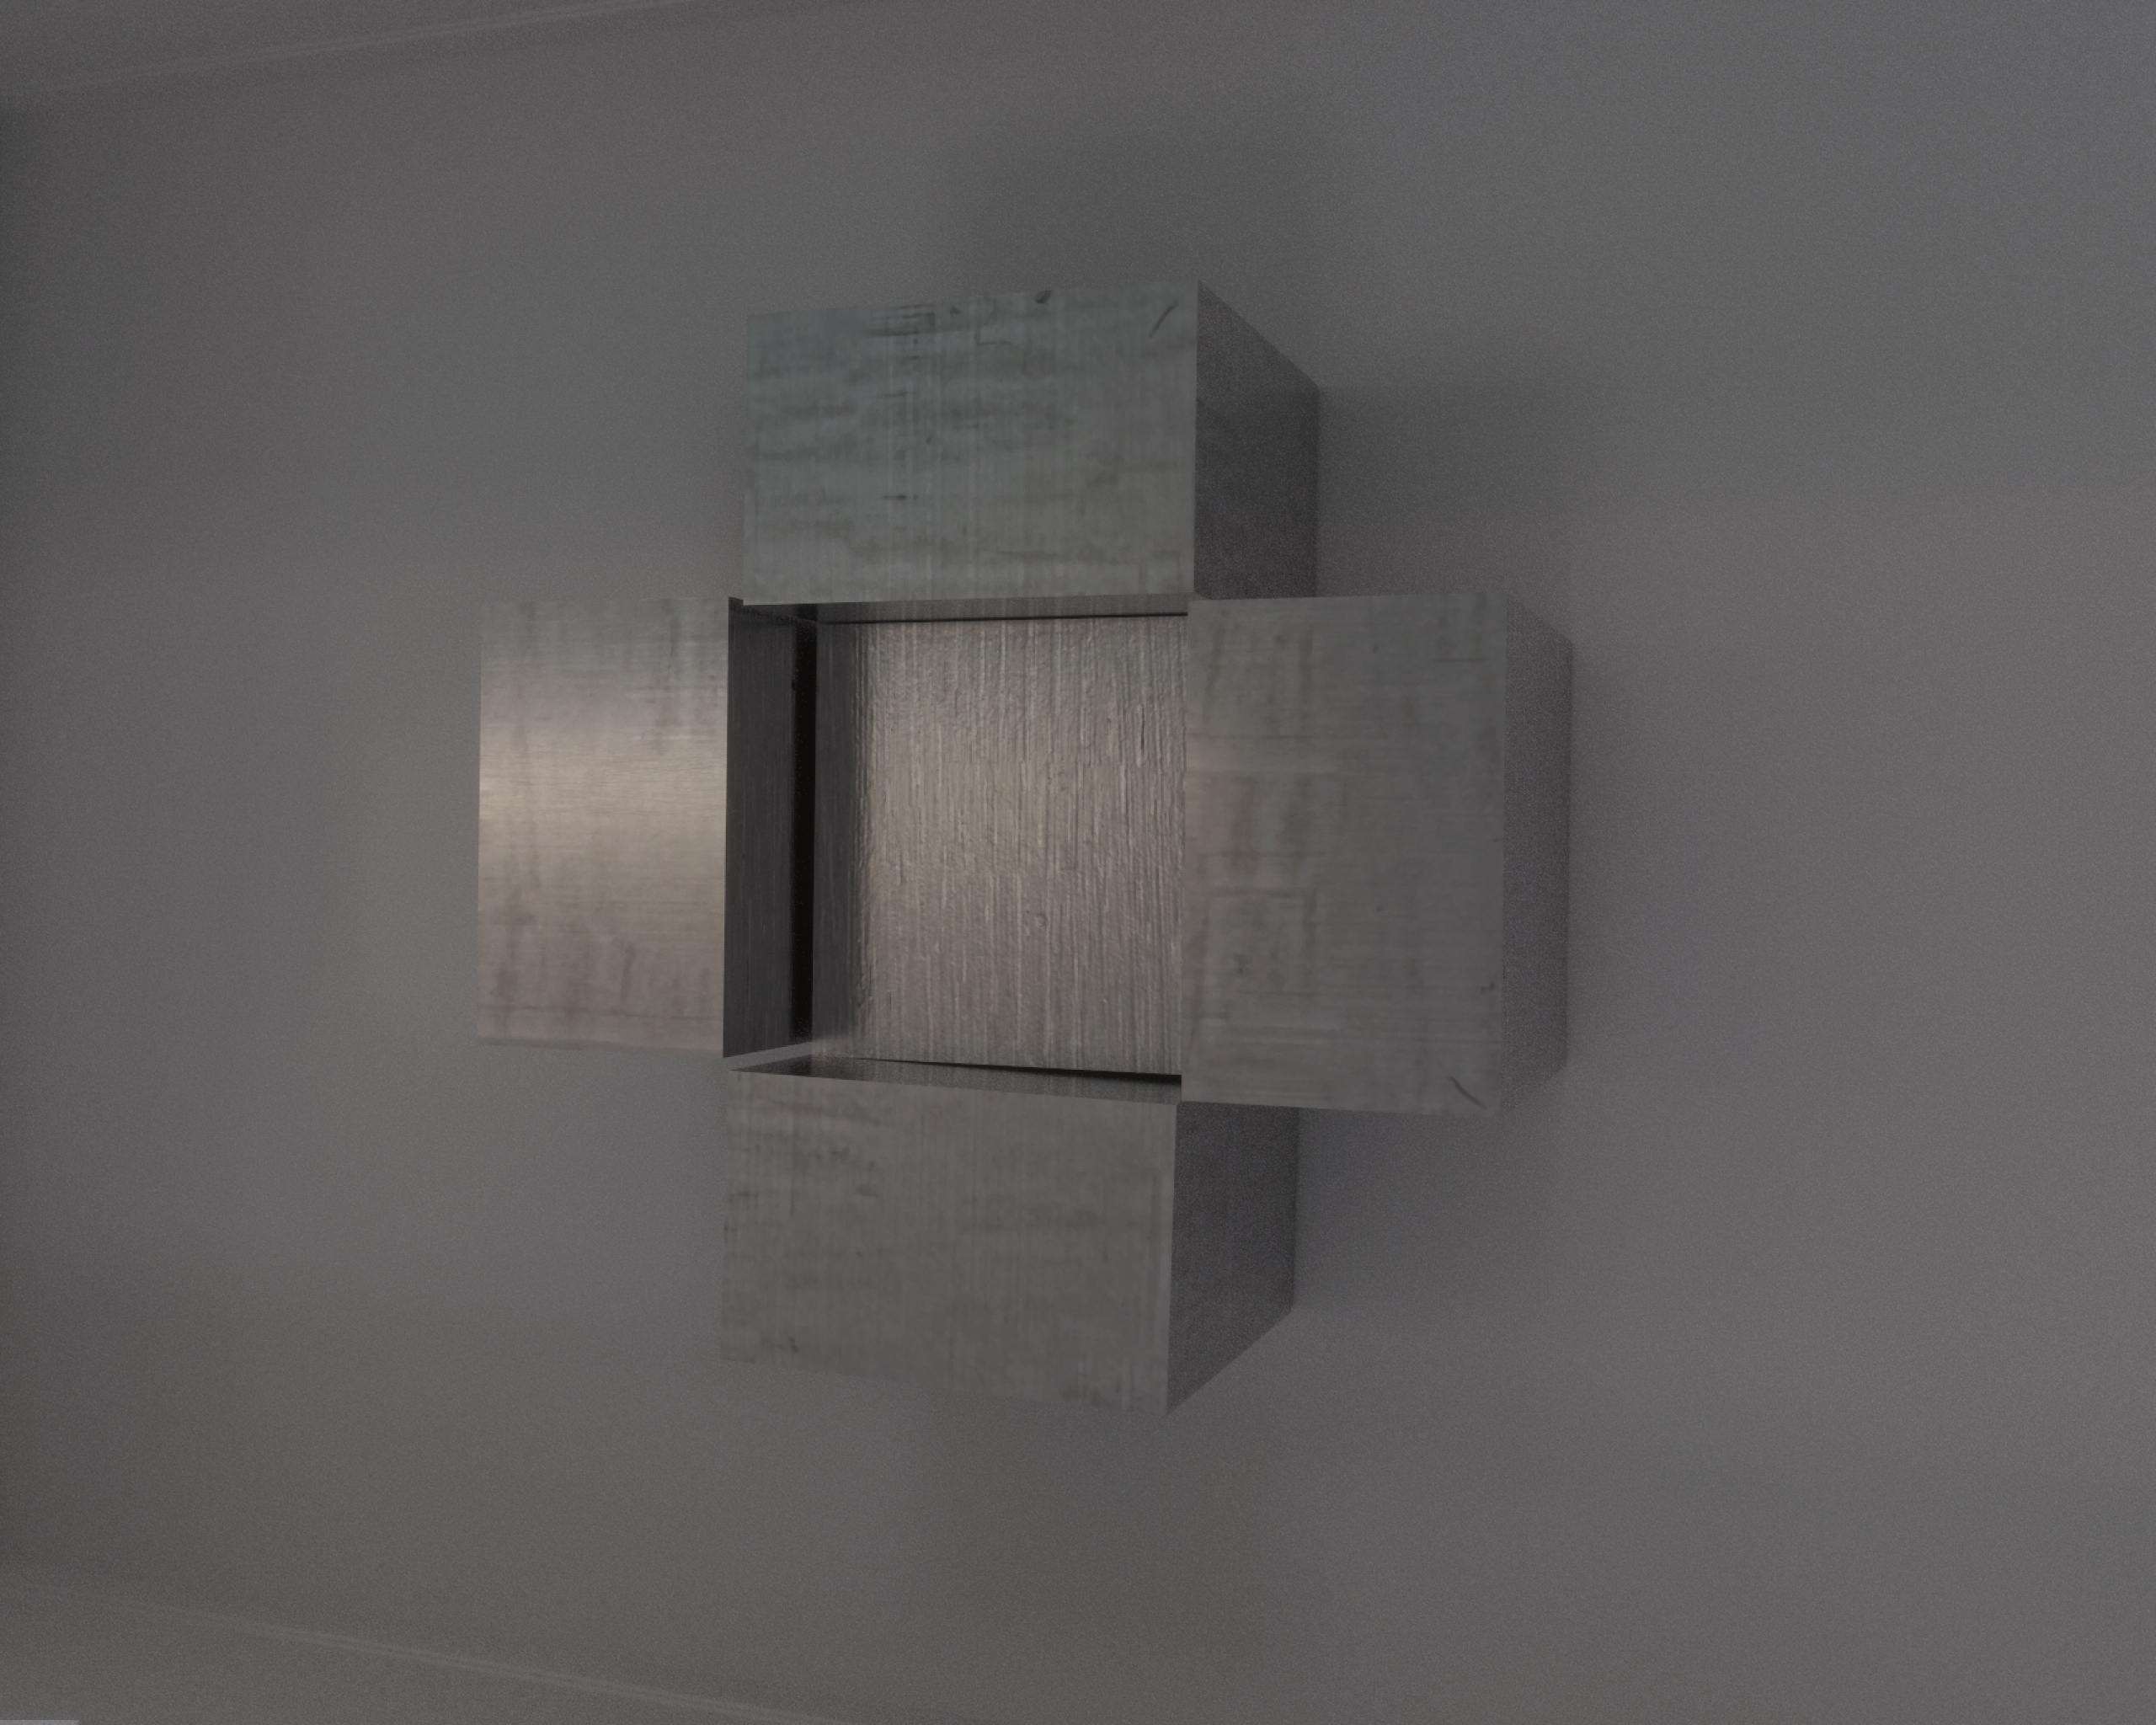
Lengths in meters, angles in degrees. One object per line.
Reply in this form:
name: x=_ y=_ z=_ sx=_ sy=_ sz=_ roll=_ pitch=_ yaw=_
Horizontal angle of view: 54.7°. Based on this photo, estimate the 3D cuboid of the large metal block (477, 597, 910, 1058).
large metal block: x=-0.070 y=-0.007 z=0.405 sx=0.050 sy=0.080 sz=0.080 roll=1 pitch=90 yaw=20

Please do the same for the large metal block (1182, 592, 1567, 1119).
large metal block: x=0.054 y=-0.002 z=0.361 sx=0.050 sy=0.080 sz=0.080 roll=1 pitch=90 yaw=20

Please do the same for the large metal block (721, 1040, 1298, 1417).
large metal block: x=-0.009 y=0.062 z=0.383 sx=0.080 sy=0.080 sz=0.050 roll=2 pitch=91 yaw=20

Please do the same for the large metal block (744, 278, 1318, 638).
large metal block: x=-0.005 y=-0.068 z=0.381 sx=0.080 sy=0.080 sz=0.050 roll=1 pitch=91 yaw=20

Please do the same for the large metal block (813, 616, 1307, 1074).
large metal block: x=-0.002 y=-0.004 z=0.395 sx=0.080 sy=0.050 sz=0.080 roll=1 pitch=90 yaw=20
